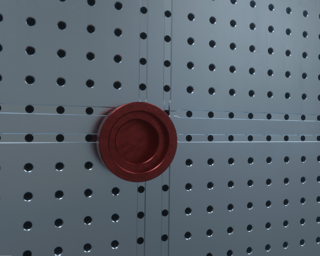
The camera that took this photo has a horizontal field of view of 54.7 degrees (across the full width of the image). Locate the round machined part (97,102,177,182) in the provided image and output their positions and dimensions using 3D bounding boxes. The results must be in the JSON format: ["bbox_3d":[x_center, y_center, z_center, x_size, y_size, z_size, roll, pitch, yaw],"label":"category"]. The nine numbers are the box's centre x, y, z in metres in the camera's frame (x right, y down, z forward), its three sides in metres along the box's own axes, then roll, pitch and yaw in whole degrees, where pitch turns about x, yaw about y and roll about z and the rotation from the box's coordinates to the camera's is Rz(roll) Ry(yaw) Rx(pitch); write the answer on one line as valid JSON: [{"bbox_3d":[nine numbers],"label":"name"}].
[{"bbox_3d":[-0.031,0.017,0.393,0.099,0.042,0.097,0,90,-21],"label":"round machined part"}]
